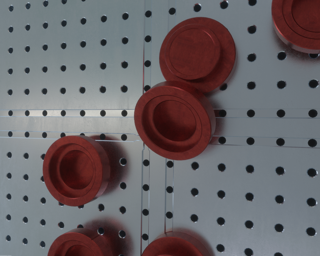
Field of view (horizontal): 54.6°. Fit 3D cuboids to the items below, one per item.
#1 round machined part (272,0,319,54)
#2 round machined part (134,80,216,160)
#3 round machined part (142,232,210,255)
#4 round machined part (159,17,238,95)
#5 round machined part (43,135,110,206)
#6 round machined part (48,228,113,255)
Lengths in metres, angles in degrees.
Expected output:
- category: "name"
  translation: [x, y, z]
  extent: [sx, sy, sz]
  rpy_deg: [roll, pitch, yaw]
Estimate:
- category: "round machined part"
  translation: [0.175, -0.130, 0.342]
  extent: [0.098, 0.042, 0.097]
  rpy_deg: [0, 90, 20]
- category: "round machined part"
  translation: [0.021, -0.012, 0.383]
  extent: [0.098, 0.042, 0.097]
  rpy_deg: [11, 120, 20]
- category: "round machined part"
  translation: [0.017, 0.189, 0.398]
  extent: [0.098, 0.042, 0.097]
  rpy_deg: [0, 90, 20]
- category: "round machined part"
  translation: [0.045, -0.090, 0.388]
  extent: [0.098, 0.042, 0.097]
  rpy_deg: [0, 90, 20]
- category: "round machined part"
  translation: [-0.114, 0.059, 0.445]
  extent: [0.098, 0.042, 0.097]
  rpy_deg: [0, 90, 20]
- category: "round machined part"
  translation: [-0.108, 0.191, 0.442]
  extent: [0.098, 0.042, 0.097]
  rpy_deg: [0, 90, 20]
